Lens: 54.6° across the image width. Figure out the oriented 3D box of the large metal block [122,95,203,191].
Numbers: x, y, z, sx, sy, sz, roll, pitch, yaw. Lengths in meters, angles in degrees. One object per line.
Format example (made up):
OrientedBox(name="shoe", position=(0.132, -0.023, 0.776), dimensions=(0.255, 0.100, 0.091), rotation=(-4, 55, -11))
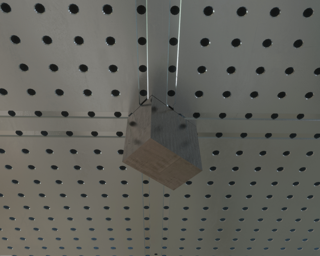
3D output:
OrientedBox(name="large metal block", position=(0.003, 0.019, 0.391), dimensions=(0.080, 0.080, 0.050), rotation=(34, 123, -26))
